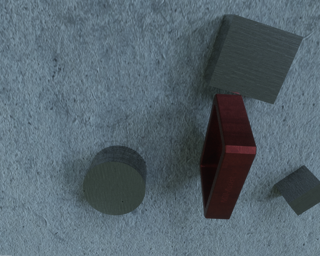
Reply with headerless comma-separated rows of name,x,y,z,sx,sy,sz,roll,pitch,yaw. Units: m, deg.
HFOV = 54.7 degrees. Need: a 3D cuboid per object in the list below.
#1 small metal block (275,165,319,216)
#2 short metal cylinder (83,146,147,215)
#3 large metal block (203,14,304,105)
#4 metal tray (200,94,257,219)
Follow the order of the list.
small metal block,0.197,0.086,0.431,0.050,0.050,0.025,-38,106,12
short metal cylinder,-0.059,0.070,0.422,0.081,0.050,0.079,0,110,-1
large metal block,0.106,-0.082,0.368,0.080,0.050,0.079,15,109,-6
metal tray,0.074,0.036,0.366,0.030,0.090,0.129,3,134,-1
